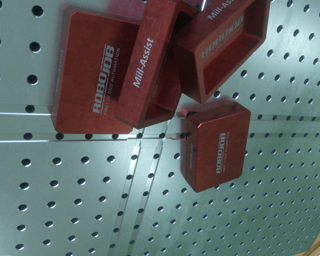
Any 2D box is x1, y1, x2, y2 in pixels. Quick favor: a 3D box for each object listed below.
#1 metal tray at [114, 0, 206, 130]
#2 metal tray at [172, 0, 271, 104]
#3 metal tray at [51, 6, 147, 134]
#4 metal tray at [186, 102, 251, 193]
[{"bbox_3d":[0.004,-0.068,0.333,0.090,0.030,0.129,-19,131,-63],"label":"metal tray"},{"bbox_3d":[0.073,-0.100,0.350,0.130,0.030,0.090,-45,149,-17],"label":"metal tray"},{"bbox_3d":[-0.064,-0.056,0.339,0.091,0.030,0.129,2,118,-30],"label":"metal tray"},{"bbox_3d":[0.088,0.032,0.478,0.091,0.030,0.129,-15,125,-20],"label":"metal tray"}]
